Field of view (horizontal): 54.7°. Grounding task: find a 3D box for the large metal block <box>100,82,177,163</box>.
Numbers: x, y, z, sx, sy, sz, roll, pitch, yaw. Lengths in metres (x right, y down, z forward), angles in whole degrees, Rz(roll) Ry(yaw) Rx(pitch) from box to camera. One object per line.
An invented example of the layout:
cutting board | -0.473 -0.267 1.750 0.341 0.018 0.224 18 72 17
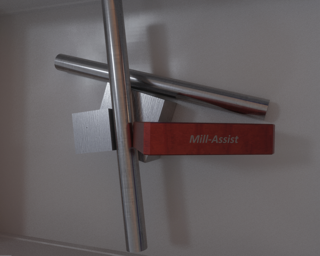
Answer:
large metal block | -0.034 -0.008 0.407 0.080 0.050 0.080 19 96 18

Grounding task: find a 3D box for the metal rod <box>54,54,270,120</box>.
metal rod | -0.011 -0.060 0.413 0.301 0.025 0.025 16 95 18

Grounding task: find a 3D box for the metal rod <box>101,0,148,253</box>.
metal rod | -0.043 -0.006 0.370 0.025 0.025 0.298 -7 88 19

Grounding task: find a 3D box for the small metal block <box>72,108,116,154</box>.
small metal block | -0.078 0.004 0.382 0.050 0.025 0.050 -7 87 19

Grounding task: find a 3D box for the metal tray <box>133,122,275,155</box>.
metal tray | 0.041 0.009 0.331 0.131 0.090 0.030 1 91 -12
